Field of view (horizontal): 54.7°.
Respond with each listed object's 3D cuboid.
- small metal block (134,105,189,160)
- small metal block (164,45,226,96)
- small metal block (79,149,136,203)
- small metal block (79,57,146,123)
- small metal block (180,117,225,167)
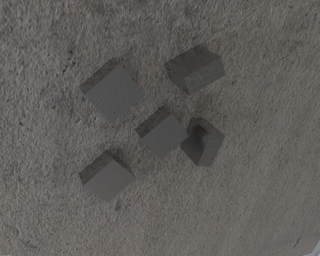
[{"bbox_3d":[0.003,0.006,0.412,0.050,0.025,0.050,-40,130,-1],"label":"small metal block"},{"bbox_3d":[0.041,-0.070,0.369,0.050,0.050,0.025,-31,129,-9],"label":"small metal block"},{"bbox_3d":[-0.069,0.064,0.409,0.050,0.025,0.050,-42,130,0],"label":"small metal block"},{"bbox_3d":[-0.054,-0.042,0.351,0.050,0.025,0.050,-41,130,0],"label":"small metal block"},{"bbox_3d":[0.058,0.019,0.434,0.025,0.050,0.050,5,116,-31],"label":"small metal block"}]
